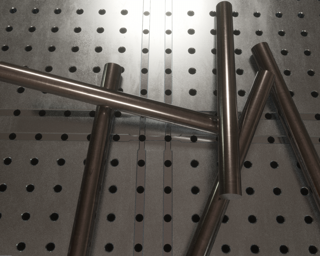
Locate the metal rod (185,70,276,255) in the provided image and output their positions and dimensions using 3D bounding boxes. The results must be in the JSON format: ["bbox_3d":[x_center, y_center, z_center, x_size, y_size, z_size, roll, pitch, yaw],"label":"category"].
[{"bbox_3d":[0.084,0.059,0.382,0.025,0.025,0.300,23,75,8],"label":"metal rod"}]

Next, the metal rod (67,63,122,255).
[{"bbox_3d":[-0.083,0.053,0.391,0.025,0.025,0.299,6,70,2],"label":"metal rod"}]

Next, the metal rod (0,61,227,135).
[{"bbox_3d":[-0.053,-0.035,0.399,0.302,0.025,0.025,14,70,-5],"label":"metal rod"}]

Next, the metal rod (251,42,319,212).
[{"bbox_3d":[0.185,0.017,0.407,0.025,0.025,0.299,-14,71,-5],"label":"metal rod"}]

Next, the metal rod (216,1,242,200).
[{"bbox_3d":[0.089,-0.056,0.412,0.025,0.025,0.299,4,62,1],"label":"metal rod"}]
